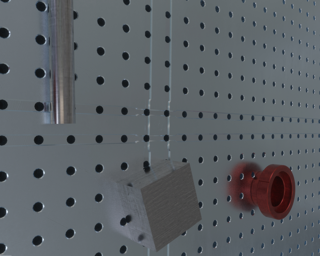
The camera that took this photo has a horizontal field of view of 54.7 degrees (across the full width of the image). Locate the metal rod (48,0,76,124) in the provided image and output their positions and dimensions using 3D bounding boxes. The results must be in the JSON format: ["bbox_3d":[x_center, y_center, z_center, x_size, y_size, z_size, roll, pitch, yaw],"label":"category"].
[{"bbox_3d":[-0.104,-0.154,0.321,0.025,0.025,0.298,-2,91,-40],"label":"metal rod"}]

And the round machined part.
[{"bbox_3d":[0.205,0.115,0.570,0.099,0.042,0.097,0,90,-40],"label":"round machined part"}]

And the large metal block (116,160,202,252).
[{"bbox_3d":[0.001,0.094,0.394,0.081,0.050,0.080,-22,104,-38],"label":"large metal block"}]
